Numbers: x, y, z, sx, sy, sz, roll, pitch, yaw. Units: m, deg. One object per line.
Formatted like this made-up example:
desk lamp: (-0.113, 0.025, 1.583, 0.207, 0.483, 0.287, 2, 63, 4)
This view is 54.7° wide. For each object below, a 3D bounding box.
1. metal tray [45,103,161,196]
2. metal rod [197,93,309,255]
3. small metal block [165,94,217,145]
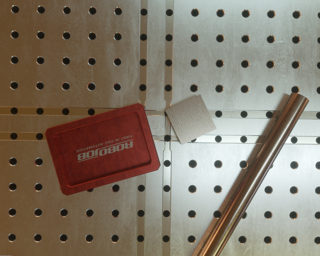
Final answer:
metal tray: (-0.073, 0.027, 0.409, 0.131, 0.030, 0.090, -16, 90, -1)
metal rod: (0.113, 0.088, 0.414, 0.025, 0.025, 0.299, 30, 90, -1)
small metal block: (0.040, -0.011, 0.414, 0.050, 0.025, 0.050, -25, 90, -1)
